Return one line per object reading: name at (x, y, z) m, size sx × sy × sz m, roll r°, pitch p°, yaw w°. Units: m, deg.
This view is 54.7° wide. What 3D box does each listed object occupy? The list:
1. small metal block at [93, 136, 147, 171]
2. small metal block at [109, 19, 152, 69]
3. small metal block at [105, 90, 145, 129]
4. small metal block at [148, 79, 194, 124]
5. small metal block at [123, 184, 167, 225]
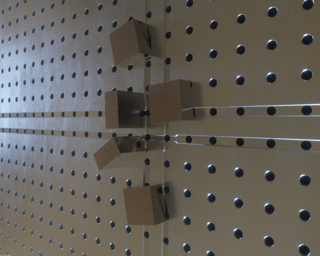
small metal block at (-0.057, 0.035, 0.438) m, size 0.050 × 0.050 × 0.025 m, roll -38°, pitch 67°, yaw 33°
small metal block at (-0.043, -0.119, 0.442) m, size 0.050 × 0.025 × 0.050 m, roll -18°, pitch 79°, yaw 38°
small metal block at (-0.048, -0.024, 0.431) m, size 0.025 × 0.050 × 0.050 m, roll -3°, pitch 88°, yaw 40°
small metal block at (0.014, -0.032, 0.397) m, size 0.050 × 0.025 × 0.050 m, roll -6°, pitch 86°, yaw 39°
small metal block at (-0.021, 0.105, 0.425) m, size 0.050 × 0.025 × 0.050 m, roll -14°, pitch 81°, yaw 39°
